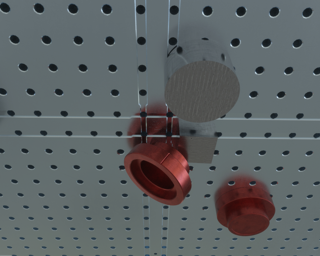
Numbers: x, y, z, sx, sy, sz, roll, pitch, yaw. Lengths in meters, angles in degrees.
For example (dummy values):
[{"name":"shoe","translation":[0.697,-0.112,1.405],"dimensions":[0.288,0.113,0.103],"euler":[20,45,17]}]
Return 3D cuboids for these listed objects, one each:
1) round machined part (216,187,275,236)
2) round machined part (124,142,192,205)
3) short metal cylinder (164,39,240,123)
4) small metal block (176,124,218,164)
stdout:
[{"name":"round machined part","translation":[0.147,0.148,0.528],"dimensions":[0.099,0.042,0.097],"euler":[0,130,0]},{"name":"round machined part","translation":[0.002,0.058,0.430],"dimensions":[0.098,0.042,0.097],"euler":[25,142,22]},{"name":"short metal cylinder","translation":[0.045,-0.053,0.351],"dimensions":[0.081,0.050,0.079],"euler":[0,130,0]},{"name":"small metal block","translation":[0.049,0.022,0.431],"dimensions":[0.050,0.025,0.050],"euler":[3,130,-3]}]
